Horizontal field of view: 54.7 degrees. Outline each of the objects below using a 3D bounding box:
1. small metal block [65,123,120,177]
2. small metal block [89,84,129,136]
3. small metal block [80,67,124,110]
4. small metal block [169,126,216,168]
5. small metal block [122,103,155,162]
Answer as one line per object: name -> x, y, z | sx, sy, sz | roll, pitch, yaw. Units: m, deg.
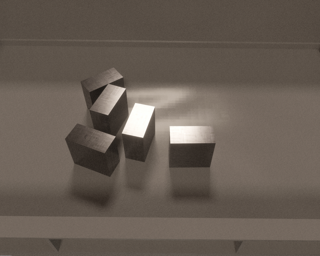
small metal block -> -0.078, 0.027, 0.365 | 0.050, 0.050, 0.025 | 18, 52, 14
small metal block -> -0.065, -0.021, 0.405 | 0.025, 0.050, 0.050 | 17, 52, 13
small metal block -> -0.077, -0.049, 0.429 | 0.050, 0.050, 0.025 | -29, 56, -22
small metal block -> 0.036, 0.023, 0.370 | 0.050, 0.050, 0.025 | 0, 50, -1
small metal block -> -0.025, 0.006, 0.384 | 0.025, 0.050, 0.050 | 12, 51, 9
